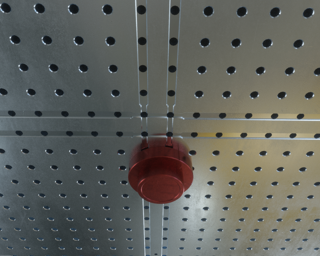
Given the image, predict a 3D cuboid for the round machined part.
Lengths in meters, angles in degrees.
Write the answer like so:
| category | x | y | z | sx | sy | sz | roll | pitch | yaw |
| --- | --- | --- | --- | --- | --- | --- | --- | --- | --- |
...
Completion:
| category | x | y | z | sx | sy | sz | roll | pitch | yaw |
| --- | --- | --- | --- | --- | --- | --- | --- | --- | --- |
| round machined part | 0.001 | 0.077 | 0.466 | 0.099 | 0.042 | 0.097 | 0 | 130 | 0 |
